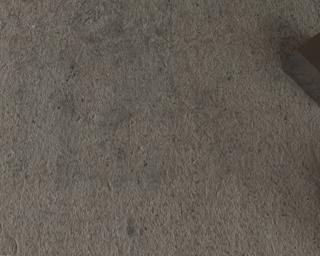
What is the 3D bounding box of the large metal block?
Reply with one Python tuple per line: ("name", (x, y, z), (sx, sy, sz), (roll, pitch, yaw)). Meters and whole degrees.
("large metal block", (0.235, -0.088, 0.428), (0.080, 0.050, 0.080), (-35, 74, -12))
